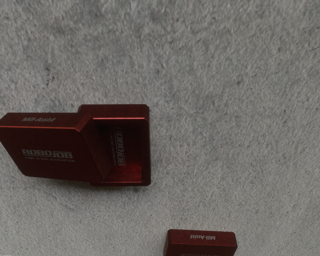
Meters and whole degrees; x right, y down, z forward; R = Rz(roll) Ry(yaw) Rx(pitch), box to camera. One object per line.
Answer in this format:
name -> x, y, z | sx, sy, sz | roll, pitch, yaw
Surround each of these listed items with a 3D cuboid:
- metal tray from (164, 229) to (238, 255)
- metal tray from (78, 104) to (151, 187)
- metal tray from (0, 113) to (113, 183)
metal tray -> 0.076, 0.239, 0.609 | 0.131, 0.030, 0.089 | 4, 130, -4
metal tray -> -0.059, 0.028, 0.426 | 0.091, 0.030, 0.129 | -1, 130, 0
metal tray -> -0.135, 0.025, 0.395 | 0.130, 0.030, 0.090 | 1, 129, 21
